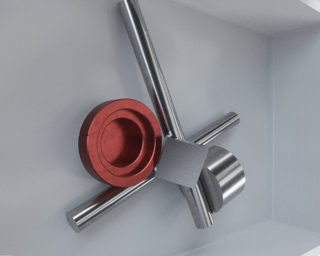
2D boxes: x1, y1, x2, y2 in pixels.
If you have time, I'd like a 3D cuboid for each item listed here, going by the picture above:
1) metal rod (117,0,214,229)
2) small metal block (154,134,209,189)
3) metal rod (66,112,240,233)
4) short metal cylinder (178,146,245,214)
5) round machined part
[{"bbox_3d":[0.010,-0.013,0.392,0.025,0.025,0.298,-25,99,-38],"label":"metal rod"},{"bbox_3d":[0.025,0.040,0.374,0.050,0.025,0.050,18,95,-6],"label":"small metal block"},{"bbox_3d":[0.014,0.043,0.418,0.302,0.025,0.025,-29,108,-37],"label":"metal rod"},{"bbox_3d":[0.069,0.071,0.430,0.050,0.080,0.080,-25,106,-38],"label":"short metal cylinder"},{"bbox_3d":[-0.048,0.016,0.355,0.099,0.042,0.097,0,90,-40],"label":"round machined part"}]
